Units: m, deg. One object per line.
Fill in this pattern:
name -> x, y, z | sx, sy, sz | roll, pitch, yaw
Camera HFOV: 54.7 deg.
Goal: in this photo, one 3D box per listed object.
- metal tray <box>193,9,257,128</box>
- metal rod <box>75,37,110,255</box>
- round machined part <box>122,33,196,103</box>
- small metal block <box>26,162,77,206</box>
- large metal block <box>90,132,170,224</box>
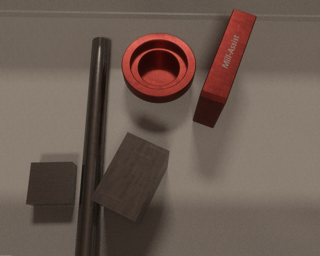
metal tray -> 0.082, -0.074, 0.403 | 0.030, 0.090, 0.130 | 21, 71, 7
metal rod -> -0.086, 0.015, 0.403 | 0.025, 0.025, 0.299 | 0, 70, -1
round machined part -> -0.002, -0.078, 0.429 | 0.099, 0.042, 0.098 | 0, 70, -1
small metal block -> -0.132, 0.069, 0.383 | 0.050, 0.025, 0.050 | -1, 70, -1
large metal block -> -0.030, 0.062, 0.358 | 0.050, 0.080, 0.080 | 24, 72, 8
